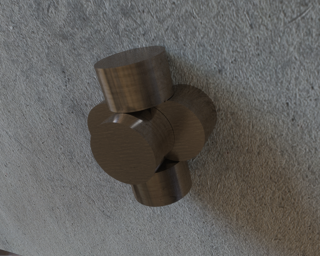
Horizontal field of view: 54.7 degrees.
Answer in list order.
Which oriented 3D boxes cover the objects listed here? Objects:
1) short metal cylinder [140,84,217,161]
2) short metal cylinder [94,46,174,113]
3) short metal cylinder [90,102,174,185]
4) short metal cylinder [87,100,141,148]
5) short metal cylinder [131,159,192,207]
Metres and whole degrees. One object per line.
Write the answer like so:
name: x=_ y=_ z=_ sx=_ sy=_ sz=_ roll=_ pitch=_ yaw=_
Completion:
short metal cylinder: x=0.023 y=-0.007 z=0.374 sx=0.080 sy=0.050 sz=0.079 roll=13 pitch=124 yaw=20
short metal cylinder: x=-0.028 y=-0.057 z=0.351 sx=0.080 sy=0.080 sz=0.050 roll=0 pitch=118 yaw=28
short metal cylinder: x=-0.031 y=0.017 z=0.352 sx=0.080 sy=0.050 sz=0.079 roll=13 pitch=124 yaw=20
short metal cylinder: x=-0.048 y=-0.007 z=0.411 sx=0.080 sy=0.050 sz=0.079 roll=13 pitch=124 yaw=20
short metal cylinder: x=-0.002 y=0.058 z=0.408 sx=0.080 sy=0.080 sz=0.050 roll=0 pitch=119 yaw=27
